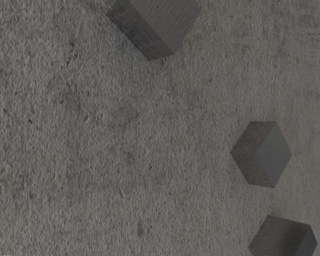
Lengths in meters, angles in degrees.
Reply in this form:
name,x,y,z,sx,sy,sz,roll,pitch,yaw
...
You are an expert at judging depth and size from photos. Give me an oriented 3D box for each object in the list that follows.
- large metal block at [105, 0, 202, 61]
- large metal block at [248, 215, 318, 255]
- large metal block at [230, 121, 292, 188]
name,x,y,z,sx,sy,sz,roll,pitch,yaw
large metal block,-0.005,-0.144,0.383,0.080,0.050,0.080,43,64,-32
large metal block,0.220,0.210,0.553,0.080,0.080,0.050,-43,116,-31
large metal block,0.177,0.044,0.536,0.080,0.050,0.080,-49,119,-29
